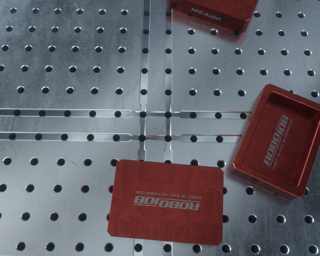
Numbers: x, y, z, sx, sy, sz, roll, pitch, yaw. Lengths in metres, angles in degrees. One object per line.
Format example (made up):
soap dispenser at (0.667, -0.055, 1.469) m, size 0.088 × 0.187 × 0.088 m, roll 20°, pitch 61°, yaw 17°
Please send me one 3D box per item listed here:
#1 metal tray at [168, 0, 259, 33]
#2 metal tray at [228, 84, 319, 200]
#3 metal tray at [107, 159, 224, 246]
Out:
metal tray at (0.089, -0.213, 0.488) m, size 0.130 × 0.030 × 0.090 m, roll 23°, pitch 71°, yaw 7°
metal tray at (0.156, 0.016, 0.405) m, size 0.090 × 0.030 × 0.130 m, roll 25°, pitch 72°, yaw 8°
metal tray at (0.009, 0.090, 0.376) m, size 0.131 × 0.030 × 0.090 m, roll 5°, pitch 70°, yaw 1°
